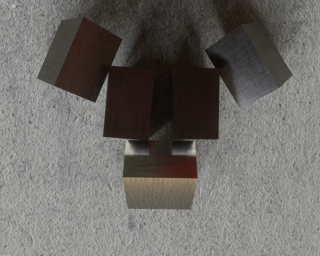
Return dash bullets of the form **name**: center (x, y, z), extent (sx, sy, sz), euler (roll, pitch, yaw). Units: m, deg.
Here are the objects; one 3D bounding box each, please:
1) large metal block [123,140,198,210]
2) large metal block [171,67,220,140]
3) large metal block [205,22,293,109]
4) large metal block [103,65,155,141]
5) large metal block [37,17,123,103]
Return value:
- **large metal block**: center (0.000, 0.059, 0.378), extent (0.081, 0.080, 0.050), euler (1, 51, 0)
- **large metal block**: center (0.041, -0.028, 0.384), extent (0.050, 0.080, 0.079), euler (1, 90, 0)
- **large metal block**: center (0.111, -0.079, 0.379), extent (0.050, 0.080, 0.080), euler (-31, 90, 37)
- **large metal block**: center (-0.035, -0.028, 0.383), extent (0.050, 0.080, 0.079), euler (5, 90, 0)
- **large metal block**: center (-0.099, -0.082, 0.373), extent (0.050, 0.080, 0.080), euler (23, 90, -36)
